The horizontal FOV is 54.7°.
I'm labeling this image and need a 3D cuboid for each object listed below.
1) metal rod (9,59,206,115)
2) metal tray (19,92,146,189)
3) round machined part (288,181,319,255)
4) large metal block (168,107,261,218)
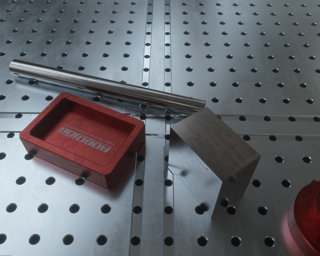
[{"bbox_3d":[-0.083,-0.060,0.457,0.301,0.025,0.025,14,51,10],"label":"metal rod"},{"bbox_3d":[-0.095,0.011,0.393,0.130,0.030,0.090,21,53,16],"label":"metal tray"},{"bbox_3d":[0.189,0.096,0.319,0.099,0.042,0.098,0,50,0],"label":"round machined part"},{"bbox_3d":[0.054,0.038,0.341,0.050,0.080,0.080,-28,56,-22],"label":"large metal block"}]
